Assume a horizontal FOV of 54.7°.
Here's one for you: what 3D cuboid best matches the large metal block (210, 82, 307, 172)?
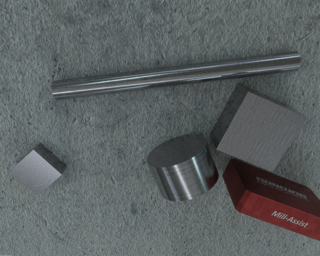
[{"bbox_3d":[0.122,-0.002,0.398,0.080,0.050,0.079,22,108,-9],"label":"large metal block"}]

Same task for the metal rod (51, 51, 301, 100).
[{"bbox_3d":[0.018,-0.065,0.386,0.302,0.025,0.025,-7,110,2],"label":"metal rod"}]

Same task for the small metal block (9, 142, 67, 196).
[{"bbox_3d":[-0.168,0.057,0.428,0.050,0.025,0.050,-40,106,13],"label":"small metal block"}]

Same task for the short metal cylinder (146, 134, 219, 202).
[{"bbox_3d":[0.029,0.049,0.399,0.080,0.080,0.050,-19,109,6],"label":"short metal cylinder"}]

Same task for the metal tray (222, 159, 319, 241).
[{"bbox_3d":[0.155,0.093,0.411,0.131,0.090,0.030,21,109,-8],"label":"metal tray"}]
